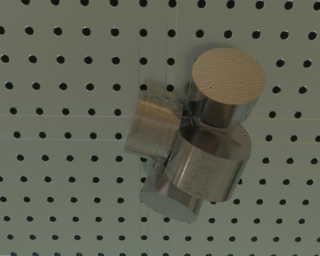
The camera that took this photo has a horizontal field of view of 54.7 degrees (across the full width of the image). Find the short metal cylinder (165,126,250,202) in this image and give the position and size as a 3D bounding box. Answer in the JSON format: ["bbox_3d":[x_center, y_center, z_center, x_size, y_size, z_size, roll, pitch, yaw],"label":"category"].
[{"bbox_3d":[0.052,0.037,0.344,0.080,0.080,0.050,16,109,-6],"label":"short metal cylinder"}]

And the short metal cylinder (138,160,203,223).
[{"bbox_3d":[0.019,0.083,0.408,0.080,0.050,0.080,19,149,12],"label":"short metal cylinder"}]

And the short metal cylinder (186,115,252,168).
[{"bbox_3d":[0.073,0.018,0.406,0.081,0.050,0.079,0,109,0],"label":"short metal cylinder"}]

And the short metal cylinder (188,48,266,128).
[{"bbox_3d":[0.075,-0.046,0.360,0.081,0.080,0.050,2,150,-1],"label":"short metal cylinder"}]

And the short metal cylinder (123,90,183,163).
[{"bbox_3d":[-0.009,-0.002,0.383,0.050,0.080,0.079,18,109,-7],"label":"short metal cylinder"}]
